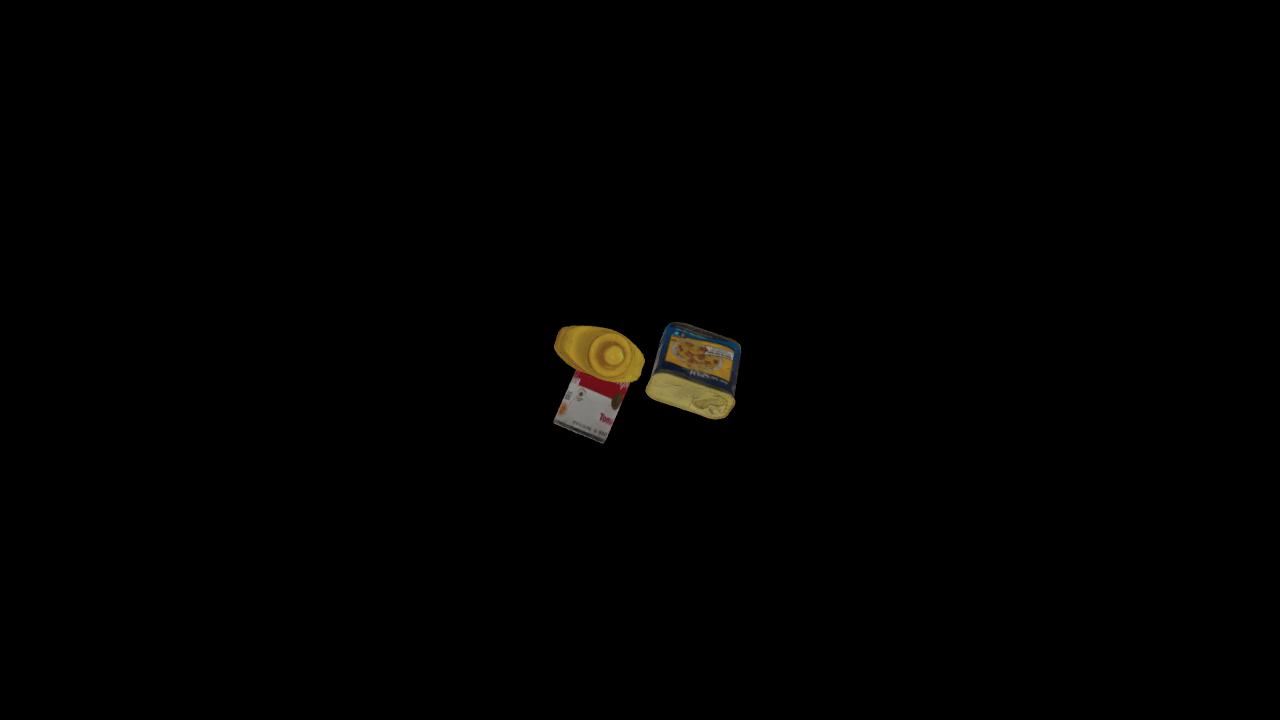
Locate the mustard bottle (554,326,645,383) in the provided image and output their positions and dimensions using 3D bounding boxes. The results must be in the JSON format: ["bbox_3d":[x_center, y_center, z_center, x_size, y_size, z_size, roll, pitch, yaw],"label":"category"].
[{"bbox_3d":[-0.041,-0.007,0.643,0.092,0.054,0.184,30,-4,-11],"label":"mustard bottle"}]

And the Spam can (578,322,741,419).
[{"bbox_3d":[0.065,0.011,0.725,0.101,0.085,0.058,19,-38,-5],"label":"Spam can"}]

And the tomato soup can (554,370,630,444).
[{"bbox_3d":[-0.053,0.041,0.727,0.068,0.101,0.068,23,-8,3],"label":"tomato soup can"}]
